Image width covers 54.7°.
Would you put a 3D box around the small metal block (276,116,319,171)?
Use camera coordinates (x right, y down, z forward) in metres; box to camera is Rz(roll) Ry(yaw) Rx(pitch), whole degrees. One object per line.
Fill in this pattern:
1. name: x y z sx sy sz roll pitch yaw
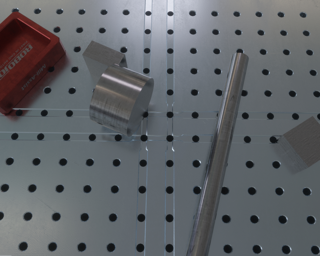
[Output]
1. small metal block: 0.192 0.021 0.405 0.050 0.025 0.050 -30 73 -11

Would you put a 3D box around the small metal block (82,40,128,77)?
1. small metal block: -0.074 -0.088 0.430 0.050 0.050 0.025 25 72 9

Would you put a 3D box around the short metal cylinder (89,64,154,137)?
1. short metal cylinder: -0.047 -0.035 0.395 0.050 0.080 0.080 23 72 8

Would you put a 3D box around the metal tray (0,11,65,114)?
1. metal tray: -0.213 -0.095 0.442 0.090 0.030 0.130 33 73 11

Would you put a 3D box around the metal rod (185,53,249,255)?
1. metal rod: 0.076 0.034 0.399 0.025 0.025 0.299 15 71 5
